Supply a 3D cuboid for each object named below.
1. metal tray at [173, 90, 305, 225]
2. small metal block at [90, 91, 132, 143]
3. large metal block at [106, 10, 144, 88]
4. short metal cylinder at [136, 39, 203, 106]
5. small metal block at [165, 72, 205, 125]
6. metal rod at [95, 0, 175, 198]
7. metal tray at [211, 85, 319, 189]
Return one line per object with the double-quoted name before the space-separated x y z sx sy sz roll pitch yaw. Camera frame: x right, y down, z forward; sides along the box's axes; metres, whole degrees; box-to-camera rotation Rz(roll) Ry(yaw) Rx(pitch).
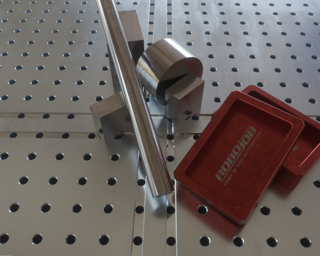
"metal tray" 0.089 0.029 0.351 0.090 0.030 0.130 31 75 26
"small metal block" -0.059 -0.015 0.403 0.050 0.050 0.025 -29 56 -22
"large metal block" -0.054 -0.121 0.473 0.050 0.080 0.080 -8 51 -7
"short metal cylinder" 0.013 -0.078 0.437 0.081 0.080 0.050 -28 56 -21
"small metal block" 0.033 -0.040 0.425 0.025 0.050 0.050 37 59 27
"metal rod" -0.039 -0.063 0.383 0.025 0.025 0.299 -14 71 -11
"metal tray" 0.142 0.005 0.400 0.091 0.030 0.130 -36 59 -27
